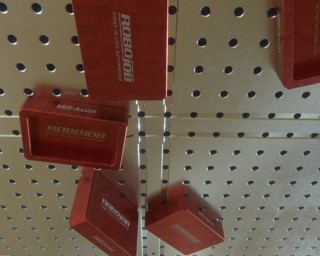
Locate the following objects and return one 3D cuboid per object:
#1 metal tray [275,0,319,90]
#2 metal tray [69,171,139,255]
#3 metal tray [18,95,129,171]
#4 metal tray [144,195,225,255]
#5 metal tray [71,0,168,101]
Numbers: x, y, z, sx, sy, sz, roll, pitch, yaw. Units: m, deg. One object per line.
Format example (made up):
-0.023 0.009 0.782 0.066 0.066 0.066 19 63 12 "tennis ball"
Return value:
0.169 -0.108 0.318 0.090 0.030 0.129 -12 130 9 "metal tray"
-0.082 0.140 0.487 0.030 0.090 0.130 -23 127 18 "metal tray"
-0.113 0.010 0.414 0.131 0.030 0.089 8 130 -8 "metal tray"
0.046 0.180 0.563 0.090 0.030 0.130 -31 124 23 "metal tray"
-0.037 -0.090 0.331 0.091 0.030 0.129 0 130 -1 "metal tray"
